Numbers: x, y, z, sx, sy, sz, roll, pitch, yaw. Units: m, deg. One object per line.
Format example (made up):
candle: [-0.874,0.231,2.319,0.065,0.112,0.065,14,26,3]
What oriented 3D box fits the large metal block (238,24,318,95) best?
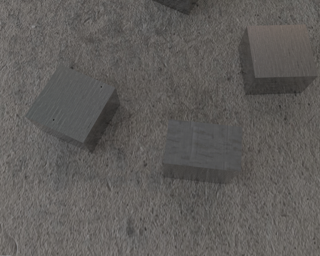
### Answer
large metal block: [0.159,-0.094,0.430,0.081,0.050,0.080,-2,70,-1]

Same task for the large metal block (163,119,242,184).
large metal block: [0.047,0.031,0.368,0.080,0.080,0.050,6,70,2]

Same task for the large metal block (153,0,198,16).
large metal block: [0.028,-0.235,0.481,0.080,0.050,0.080,26,72,9]

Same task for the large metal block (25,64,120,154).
large metal block: [-0.109,-0.024,0.403,0.080,0.050,0.080,24,72,8]
